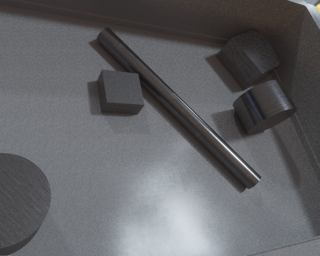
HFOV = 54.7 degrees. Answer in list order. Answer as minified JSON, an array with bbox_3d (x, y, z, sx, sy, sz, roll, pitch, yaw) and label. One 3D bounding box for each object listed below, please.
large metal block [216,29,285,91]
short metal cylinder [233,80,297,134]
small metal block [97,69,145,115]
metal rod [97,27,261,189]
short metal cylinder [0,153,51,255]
[{"bbox_3d":[0.162,-0.123,0.555,0.081,0.050,0.080,-28,78,-38],"label":"large metal block"},{"bbox_3d":[0.161,-0.031,0.478,0.081,0.080,0.050,-10,67,-33],"label":"short metal cylinder"},{"bbox_3d":[-0.052,-0.047,0.407,0.050,0.025,0.050,2,61,-28],"label":"small metal block"},{"bbox_3d":[0.025,-0.029,0.438,0.300,0.025,0.025,45,51,2],"label":"metal rod"},{"bbox_3d":[-0.142,0.068,0.272,0.081,0.050,0.080,14,56,-21],"label":"short metal cylinder"}]
